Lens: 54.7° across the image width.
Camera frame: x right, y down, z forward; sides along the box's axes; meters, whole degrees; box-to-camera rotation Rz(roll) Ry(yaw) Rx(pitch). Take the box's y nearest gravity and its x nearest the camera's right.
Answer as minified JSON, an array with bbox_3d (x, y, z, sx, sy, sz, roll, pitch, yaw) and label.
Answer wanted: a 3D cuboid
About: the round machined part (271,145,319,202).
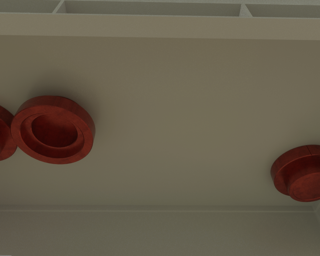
[{"bbox_3d":[0.222,0.074,0.465,0.099,0.042,0.097,-1,130,0],"label":"round machined part"}]

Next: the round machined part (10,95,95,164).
[{"bbox_3d":[-0.132,-0.002,0.394,0.099,0.042,0.097,-1,130,0],"label":"round machined part"}]

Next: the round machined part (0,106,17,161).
[{"bbox_3d":[-0.238,0.012,0.404,0.099,0.042,0.097,-1,130,0],"label":"round machined part"}]
